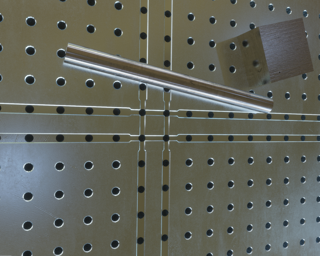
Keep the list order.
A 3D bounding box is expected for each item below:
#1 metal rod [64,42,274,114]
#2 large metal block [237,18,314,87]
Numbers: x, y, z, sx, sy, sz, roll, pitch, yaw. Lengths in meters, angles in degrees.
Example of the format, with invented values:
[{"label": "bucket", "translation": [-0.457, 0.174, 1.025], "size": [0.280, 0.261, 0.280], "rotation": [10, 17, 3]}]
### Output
[{"label": "metal rod", "translation": [0.026, -0.063, 0.423], "size": [0.302, 0.025, 0.025], "rotation": [11, 86, -20]}, {"label": "large metal block", "translation": [0.173, -0.112, 0.465], "size": [0.081, 0.050, 0.080], "rotation": [-17, 96, -20]}]
